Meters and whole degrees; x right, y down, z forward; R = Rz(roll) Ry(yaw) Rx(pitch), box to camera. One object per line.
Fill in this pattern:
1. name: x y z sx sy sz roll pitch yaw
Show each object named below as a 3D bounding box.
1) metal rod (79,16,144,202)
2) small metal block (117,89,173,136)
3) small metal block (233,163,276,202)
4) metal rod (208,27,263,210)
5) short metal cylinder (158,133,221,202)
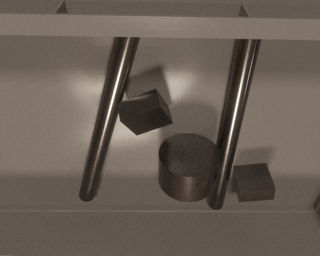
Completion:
1. metal rod: -0.073 0.000 0.407 0.025 0.025 0.298 13 129 -12
2. small metal block: -0.017 -0.018 0.379 0.050 0.025 0.050 -19 154 11
3. small metal block: 0.139 0.081 0.464 0.050 0.050 0.025 -5 130 4
4. metal rod: 0.094 0.013 0.421 0.025 0.025 0.298 0 130 -1
5. short metal cylinder: 0.038 0.052 0.418 0.081 0.080 0.050 0 130 -1
